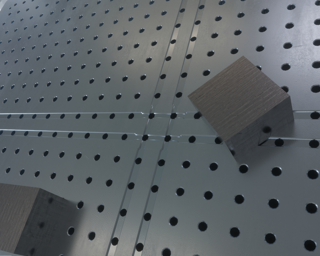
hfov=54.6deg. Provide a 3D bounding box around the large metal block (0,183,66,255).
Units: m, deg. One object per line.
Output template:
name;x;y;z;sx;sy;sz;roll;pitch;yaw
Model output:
large metal block;-0.187;0.123;0.416;0.080;0.050;0.080;0;62;28

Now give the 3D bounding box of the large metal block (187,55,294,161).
large metal block;0.092;-0.023;0.359;0.080;0.050;0.080;-36;51;4
